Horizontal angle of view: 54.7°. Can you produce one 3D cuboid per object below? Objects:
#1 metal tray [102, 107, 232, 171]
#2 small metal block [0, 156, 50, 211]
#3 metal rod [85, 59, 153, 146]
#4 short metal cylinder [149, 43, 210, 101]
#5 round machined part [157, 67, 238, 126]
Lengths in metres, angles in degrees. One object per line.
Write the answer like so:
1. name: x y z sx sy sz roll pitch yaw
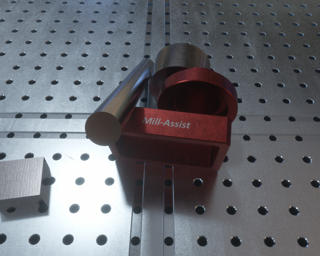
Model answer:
1. metal tray: 0.008 0.014 0.350 0.131 0.090 0.030 7 65 5
2. small metal block: -0.157 0.063 0.353 0.050 0.025 0.050 -6 50 -6
3. metal rod: -0.030 -0.049 0.351 0.025 0.025 0.301 3 19 2
4. short metal cylinder: 0.029 -0.070 0.431 0.080 0.080 0.050 7 50 5
5. round machined part: 0.048 -0.038 0.393 0.099 0.097 0.042 7 51 5
